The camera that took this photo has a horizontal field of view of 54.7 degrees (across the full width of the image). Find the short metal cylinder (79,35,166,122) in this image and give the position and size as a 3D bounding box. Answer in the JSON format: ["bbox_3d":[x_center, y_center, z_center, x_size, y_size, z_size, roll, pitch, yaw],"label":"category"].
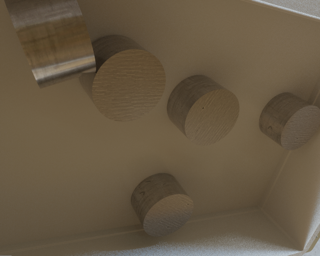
[{"bbox_3d":[-0.041,-0.054,0.334,0.081,0.050,0.079,-16,127,-22],"label":"short metal cylinder"}]

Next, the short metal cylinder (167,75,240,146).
[{"bbox_3d":[0.056,-0.024,0.408,0.081,0.050,0.079,-14,124,-21],"label":"short metal cylinder"}]

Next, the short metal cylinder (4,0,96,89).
[{"bbox_3d":[-0.095,-0.080,0.272,0.050,0.080,0.080,-21,127,-16],"label":"short metal cylinder"}]

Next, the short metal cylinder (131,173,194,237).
[{"bbox_3d":[0.003,0.115,0.465,0.081,0.050,0.079,-14,124,-21],"label":"short metal cylinder"}]

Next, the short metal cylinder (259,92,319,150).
[{"bbox_3d":[0.209,-0.011,0.499,0.081,0.050,0.079,-14,124,-21],"label":"short metal cylinder"}]
